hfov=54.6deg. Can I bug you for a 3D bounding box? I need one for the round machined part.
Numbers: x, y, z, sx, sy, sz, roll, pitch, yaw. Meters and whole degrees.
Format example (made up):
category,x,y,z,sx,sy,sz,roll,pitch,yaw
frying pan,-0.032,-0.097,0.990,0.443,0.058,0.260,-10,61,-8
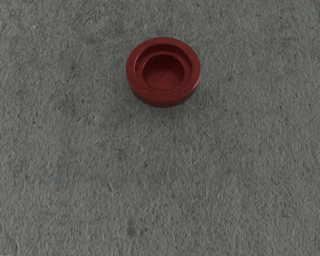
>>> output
category,x,y,z,sx,sy,sz,roll,pitch,yaw
round machined part,0.004,-0.072,0.426,0.099,0.042,0.098,0,70,0
